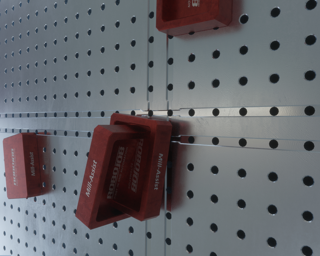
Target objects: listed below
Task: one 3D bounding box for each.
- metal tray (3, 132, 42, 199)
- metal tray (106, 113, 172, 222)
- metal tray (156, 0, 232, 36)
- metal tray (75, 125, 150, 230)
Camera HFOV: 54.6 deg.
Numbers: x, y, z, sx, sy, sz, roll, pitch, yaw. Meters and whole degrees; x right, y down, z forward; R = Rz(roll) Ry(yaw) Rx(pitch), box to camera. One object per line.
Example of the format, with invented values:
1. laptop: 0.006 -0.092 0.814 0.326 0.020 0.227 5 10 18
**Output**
1. metal tray: -0.289 0.080 0.648 0.090 0.030 0.129 -13 82 39
2. metal tray: -0.035 0.049 0.424 0.090 0.030 0.129 11 95 41
3. metal tray: 0.040 -0.185 0.373 0.090 0.030 0.129 3 92 40
4. metal tray: -0.055 0.061 0.413 0.030 0.091 0.129 24 105 37
